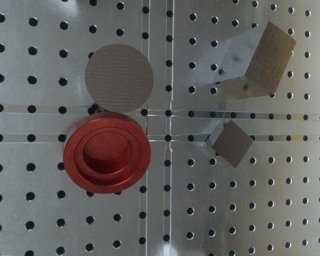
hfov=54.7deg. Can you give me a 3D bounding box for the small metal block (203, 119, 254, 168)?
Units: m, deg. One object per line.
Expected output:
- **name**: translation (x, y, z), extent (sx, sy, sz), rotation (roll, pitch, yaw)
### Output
- **small metal block**: translation (0.099, 0.022, 0.449), extent (0.050, 0.025, 0.050), rotation (40, 77, -16)

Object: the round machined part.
- **round machined part**: translation (-0.063, 0.026, 0.369), extent (0.099, 0.042, 0.097), rotation (-6, 114, -13)

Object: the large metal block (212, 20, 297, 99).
- **large metal block**: translation (0.128, -0.089, 0.430), extent (0.050, 0.080, 0.080), rotation (28, 81, -18)

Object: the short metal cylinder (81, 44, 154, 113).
- **short metal cylinder**: translation (-0.054, -0.057, 0.379), extent (0.081, 0.050, 0.080), rotation (0, 90, -20)
